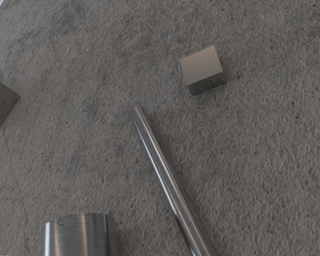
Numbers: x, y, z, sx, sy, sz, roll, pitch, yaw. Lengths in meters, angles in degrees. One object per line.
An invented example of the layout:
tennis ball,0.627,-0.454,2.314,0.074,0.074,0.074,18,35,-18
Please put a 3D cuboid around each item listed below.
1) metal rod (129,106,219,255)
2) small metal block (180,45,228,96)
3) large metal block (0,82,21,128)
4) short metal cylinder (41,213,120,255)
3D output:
metal rod,0.022,0.084,0.340,0.025,0.025,0.300,-33,52,7
small metal block,0.059,-0.078,0.421,0.050,0.025,0.050,-20,54,16
large metal block,-0.329,-0.046,0.589,0.080,0.050,0.080,13,68,33
short metal cylinder,-0.085,0.131,0.333,0.080,0.080,0.050,-24,53,14
